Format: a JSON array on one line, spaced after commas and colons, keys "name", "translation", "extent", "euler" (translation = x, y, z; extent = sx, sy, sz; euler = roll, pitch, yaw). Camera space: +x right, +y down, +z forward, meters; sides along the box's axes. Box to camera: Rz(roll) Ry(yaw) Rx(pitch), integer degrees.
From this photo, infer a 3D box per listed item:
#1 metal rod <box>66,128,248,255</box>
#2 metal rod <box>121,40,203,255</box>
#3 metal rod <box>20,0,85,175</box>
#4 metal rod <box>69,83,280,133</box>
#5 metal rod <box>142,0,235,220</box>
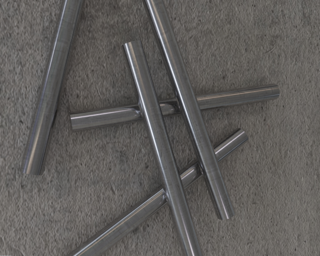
[{"name": "metal rod", "translation": [0.000, 0.091, 0.409], "extent": [0.301, 0.025, 0.025], "euler": [-34, 101, -17]}, {"name": "metal rod", "translation": [0.007, 0.042, 0.383], "extent": [0.025, 0.025, 0.298], "euler": [-18, 96, -19]}, {"name": "metal rod", "translation": [-0.116, -0.094, 0.365], "extent": [0.025, 0.025, 0.298], "euler": [14, 85, -20]}, {"name": "metal rod", "translation": [0.034, -0.031, 0.421], "extent": [0.302, 0.025, 0.025], "euler": [-10, 94, -20]}, {"name": "metal rod", "translation": [0.038, -0.023, 0.395], "extent": [0.025, 0.025, 0.298], "euler": [-22, 98, -19]}]
